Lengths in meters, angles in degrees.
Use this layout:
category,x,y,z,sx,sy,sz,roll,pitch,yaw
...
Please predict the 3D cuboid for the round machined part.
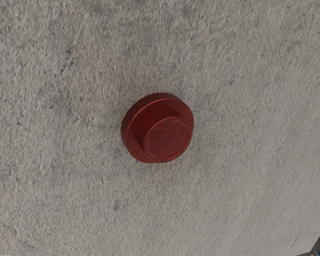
category,x,y,z,sx,sy,sz,roll,pitch,yaw
round machined part,0.002,0.007,0.404,0.099,0.042,0.097,-14,125,-21
